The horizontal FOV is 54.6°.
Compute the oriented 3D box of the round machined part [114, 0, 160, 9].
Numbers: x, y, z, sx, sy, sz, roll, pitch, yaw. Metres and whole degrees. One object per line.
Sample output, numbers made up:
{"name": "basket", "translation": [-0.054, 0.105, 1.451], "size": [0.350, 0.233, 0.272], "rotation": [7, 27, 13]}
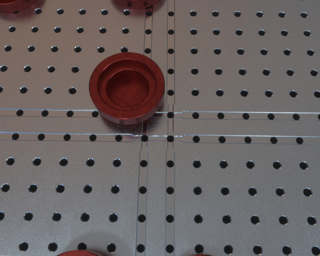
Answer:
{"name": "round machined part", "translation": [-0.037, -0.243, 0.491], "size": [0.099, 0.042, 0.098], "rotation": [0, 70, 0]}

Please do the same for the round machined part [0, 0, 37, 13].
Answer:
{"name": "round machined part", "translation": [-0.241, -0.234, 0.487], "size": [0.099, 0.042, 0.098], "rotation": [0, 70, 0]}

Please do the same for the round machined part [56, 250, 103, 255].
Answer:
{"name": "round machined part", "translation": [-0.088, 0.184, 0.335], "size": [0.099, 0.042, 0.098], "rotation": [0, 70, 0]}

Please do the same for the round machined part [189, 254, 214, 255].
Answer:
{"name": "round machined part", "translation": [0.049, 0.189, 0.334], "size": [0.099, 0.042, 0.098], "rotation": [0, 70, 0]}

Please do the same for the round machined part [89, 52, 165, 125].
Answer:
{"name": "round machined part", "translation": [-0.043, -0.050, 0.421], "size": [0.099, 0.042, 0.098], "rotation": [0, 70, 0]}
